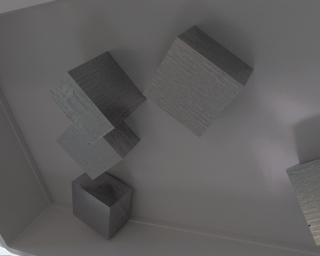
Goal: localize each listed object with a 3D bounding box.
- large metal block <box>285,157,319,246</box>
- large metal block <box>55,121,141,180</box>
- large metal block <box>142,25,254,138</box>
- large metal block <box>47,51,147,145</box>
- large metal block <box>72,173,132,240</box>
[{"bbox_3d":[0.189,0.065,0.312,0.080,0.050,0.080,-27,75,37],"label":"large metal block"},{"bbox_3d":[-0.090,0.018,0.451,0.080,0.050,0.080,49,129,-7],"label":"large metal block"},{"bbox_3d":[0.041,-0.050,0.340,0.080,0.050,0.080,38,129,3],"label":"large metal block"},{"bbox_3d":[-0.076,-0.039,0.389,0.050,0.080,0.080,-33,100,38],"label":"large metal block"},{"bbox_3d":[-0.097,0.123,0.512,0.080,0.050,0.079,27,128,24],"label":"large metal block"}]
